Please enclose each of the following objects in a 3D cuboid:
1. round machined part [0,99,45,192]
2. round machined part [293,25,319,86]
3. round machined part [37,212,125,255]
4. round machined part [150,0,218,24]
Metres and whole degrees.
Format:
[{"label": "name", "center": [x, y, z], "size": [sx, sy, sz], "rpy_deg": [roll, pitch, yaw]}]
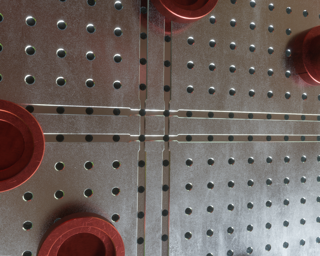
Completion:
[{"label": "round machined part", "center": [-0.178, 0.018, 0.338], "size": [0.099, 0.042, 0.097], "rpy_deg": [0, 90, -21]}, {"label": "round machined part", "center": [0.271, -0.120, 0.506], "size": [0.099, 0.042, 0.097], "rpy_deg": [0, 90, -20]}, {"label": "round machined part", "center": [-0.095, 0.149, 0.369], "size": [0.099, 0.042, 0.097], "rpy_deg": [0, 90, -21]}, {"label": "round machined part", "center": [0.028, -0.189, 0.415], "size": [0.099, 0.042, 0.097], "rpy_deg": [0, 90, -21]}]
